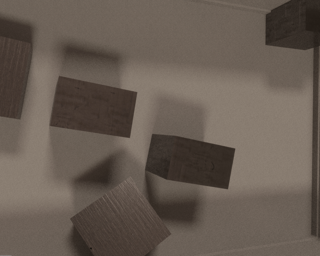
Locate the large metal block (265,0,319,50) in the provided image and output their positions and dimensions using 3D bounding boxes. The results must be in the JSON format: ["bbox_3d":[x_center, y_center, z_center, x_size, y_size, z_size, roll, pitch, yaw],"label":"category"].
[{"bbox_3d":[0.218,-0.154,0.464,0.081,0.080,0.050,1,90,-20],"label":"large metal block"}]

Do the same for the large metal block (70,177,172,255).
[{"bbox_3d":[-0.046,0.117,0.367,0.080,0.050,0.080,-34,80,-17],"label":"large metal block"}]

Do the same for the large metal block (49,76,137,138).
[{"bbox_3d":[-0.079,-0.020,0.353,0.081,0.080,0.050,10,87,-20],"label":"large metal block"}]

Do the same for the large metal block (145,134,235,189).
[{"bbox_3d":[0.035,0.041,0.396,0.081,0.080,0.050,12,86,-20],"label":"large metal block"}]

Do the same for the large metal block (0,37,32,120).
[{"bbox_3d":[-0.186,-0.055,0.328,0.081,0.050,0.080,10,87,-20],"label":"large metal block"}]
